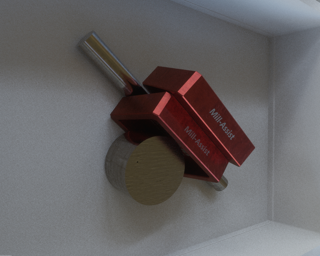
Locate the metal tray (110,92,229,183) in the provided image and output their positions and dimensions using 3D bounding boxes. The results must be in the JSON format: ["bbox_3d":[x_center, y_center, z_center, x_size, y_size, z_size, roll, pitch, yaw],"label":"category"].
[{"bbox_3d":[0.012,0.014,0.375,0.130,0.090,0.030,47,62,-30],"label":"metal tray"}]

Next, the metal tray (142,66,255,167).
[{"bbox_3d":[0.046,-0.014,0.370,0.030,0.090,0.130,-49,121,-9],"label":"metal tray"}]

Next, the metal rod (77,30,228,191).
[{"bbox_3d":[0.007,-0.005,0.415,0.300,0.025,0.025,46,62,-30],"label":"metal rod"}]

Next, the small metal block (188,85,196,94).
[{"bbox_3d":[0.025,-0.041,0.427,0.050,0.025,0.050,48,61,-30],"label":"small metal block"}]

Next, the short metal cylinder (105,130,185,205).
[{"bbox_3d":[-0.018,0.045,0.368,0.081,0.050,0.079,-6,100,-34],"label":"short metal cylinder"}]
